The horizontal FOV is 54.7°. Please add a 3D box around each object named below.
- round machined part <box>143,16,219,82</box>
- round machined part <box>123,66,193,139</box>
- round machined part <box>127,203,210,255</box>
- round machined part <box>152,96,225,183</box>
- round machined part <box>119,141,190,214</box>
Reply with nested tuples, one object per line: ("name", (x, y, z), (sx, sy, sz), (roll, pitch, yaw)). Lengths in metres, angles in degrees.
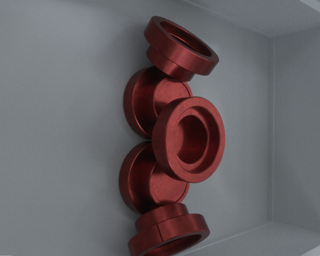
("round machined part", (0.022, -0.095, 0.390), (0.099, 0.098, 0.042), (9, 127, -40))
("round machined part", (0.005, -0.032, 0.399), (0.099, 0.042, 0.097), (0, 90, -40))
("round machined part", (0.008, 0.126, 0.379), (0.099, 0.098, 0.042), (8, 47, -40))
("round machined part", (0.029, 0.013, 0.364), (0.099, 0.042, 0.097), (0, 90, -40))
("round machined part", (0.001, 0.065, 0.395), (0.099, 0.042, 0.097), (0, 90, -40))
